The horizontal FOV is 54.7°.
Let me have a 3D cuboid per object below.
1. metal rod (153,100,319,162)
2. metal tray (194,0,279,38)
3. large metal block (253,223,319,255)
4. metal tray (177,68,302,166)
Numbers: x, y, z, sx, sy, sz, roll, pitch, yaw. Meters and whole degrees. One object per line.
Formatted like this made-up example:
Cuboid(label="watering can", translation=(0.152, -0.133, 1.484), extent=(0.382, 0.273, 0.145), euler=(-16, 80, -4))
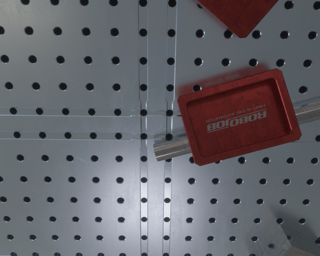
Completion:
Cuboid(label="metal rod", translation=(0.139, -0.005, 0.412), extent=(0.301, 0.025, 0.025), euler=(-15, 110, 5))
Cuboid(label="metal tray", translation=(0.074, -0.176, 0.346), extent=(0.130, 0.030, 0.090), euler=(37, 106, -13))
Cuboid(label="large metal block", translation=(0.203, 0.207, 0.478), extent=(0.080, 0.050, 0.080), euler=(25, 108, -9))
Cuboid(label="metal tray", translation=(0.096, -0.012, 0.388), extent=(0.131, 0.030, 0.090), euler=(-16, 86, 5))
